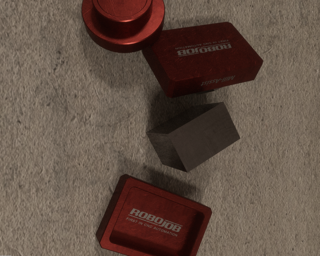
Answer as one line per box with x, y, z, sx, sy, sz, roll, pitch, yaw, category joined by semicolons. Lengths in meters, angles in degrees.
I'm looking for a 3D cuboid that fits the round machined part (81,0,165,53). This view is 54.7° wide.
-0.043;-0.142;0.365;0.099;0.042;0.098;1;73;-3;round machined part

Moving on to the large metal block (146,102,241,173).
0.039;0.009;0.396;0.080;0.080;0.050;-30;100;-18;large metal block

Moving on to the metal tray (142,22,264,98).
0.054;-0.092;0.400;0.131;0.030;0.090;-14;57;-20;metal tray

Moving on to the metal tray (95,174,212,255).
-0.005;0.125;0.405;0.131;0.030;0.090;25;82;-19;metal tray

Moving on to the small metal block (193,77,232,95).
0.078;-0.069;0.426;0.050;0.050;0.025;-26;98;-19;small metal block
